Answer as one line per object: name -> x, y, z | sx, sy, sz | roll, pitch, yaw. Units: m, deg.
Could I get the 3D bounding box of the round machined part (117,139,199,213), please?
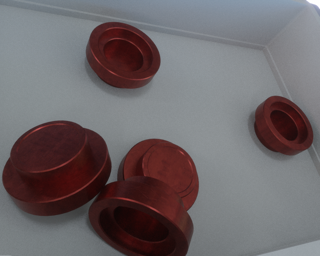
round machined part -> 0.004, 0.056, 0.363 | 0.099, 0.042, 0.098 | 14, 56, -21

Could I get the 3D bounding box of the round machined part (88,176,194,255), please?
round machined part -> -0.015, 0.085, 0.300 | 0.098, 0.097, 0.042 | 34, 43, -6

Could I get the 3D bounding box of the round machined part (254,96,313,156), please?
round machined part -> 0.192, 0.000, 0.498 | 0.099, 0.042, 0.098 | 14, 56, -21

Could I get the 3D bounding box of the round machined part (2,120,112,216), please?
round machined part -> -0.099, 0.029, 0.293 | 0.099, 0.042, 0.098 | -4, 40, 3

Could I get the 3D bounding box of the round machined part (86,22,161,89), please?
round machined part -> -0.052, -0.094, 0.423 | 0.099, 0.042, 0.098 | 14, 56, -21
